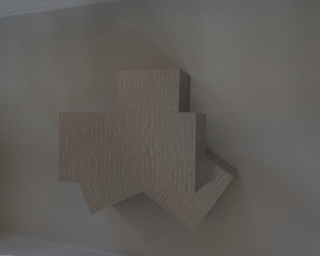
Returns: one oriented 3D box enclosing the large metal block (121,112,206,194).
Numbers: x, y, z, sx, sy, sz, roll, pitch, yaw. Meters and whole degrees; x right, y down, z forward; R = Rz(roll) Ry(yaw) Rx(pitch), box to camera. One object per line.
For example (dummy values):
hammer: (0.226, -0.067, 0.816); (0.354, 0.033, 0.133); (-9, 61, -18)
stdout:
large metal block: (0.005, 0.024, 0.339); (0.080, 0.050, 0.080); (1, 90, 20)

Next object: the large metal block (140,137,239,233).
large metal block: (0.037, 0.064, 0.381); (0.080, 0.050, 0.080); (36, 101, 17)

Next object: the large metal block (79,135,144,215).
large metal block: (-0.063, 0.059, 0.418); (0.080, 0.050, 0.080); (-27, 81, 18)

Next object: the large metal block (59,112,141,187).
large metal block: (-0.070, 0.022, 0.367); (0.080, 0.050, 0.080); (1, 90, 20)

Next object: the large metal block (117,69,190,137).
large metal block: (-0.007, -0.031, 0.398); (0.080, 0.050, 0.080); (2, 91, 20)
